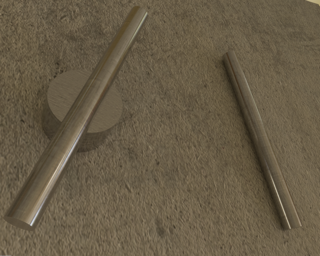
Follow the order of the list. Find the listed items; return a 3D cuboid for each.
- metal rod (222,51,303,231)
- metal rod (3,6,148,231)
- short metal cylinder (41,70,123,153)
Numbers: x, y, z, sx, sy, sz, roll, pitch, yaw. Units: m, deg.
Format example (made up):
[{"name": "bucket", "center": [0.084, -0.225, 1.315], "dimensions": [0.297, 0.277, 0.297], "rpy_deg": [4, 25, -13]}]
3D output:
[{"name": "metal rod", "center": [0.151, 0.004, 0.482], "dimensions": [0.025, 0.025, 0.299], "rpy_deg": [2, 61, -27]}, {"name": "metal rod", "center": [-0.068, -0.040, 0.327], "dimensions": [0.025, 0.025, 0.300], "rpy_deg": [28, 52, -11]}, {"name": "short metal cylinder", "center": [-0.089, -0.019, 0.351], "dimensions": [0.081, 0.050, 0.080], "rpy_deg": [14, 56, -21]}]
